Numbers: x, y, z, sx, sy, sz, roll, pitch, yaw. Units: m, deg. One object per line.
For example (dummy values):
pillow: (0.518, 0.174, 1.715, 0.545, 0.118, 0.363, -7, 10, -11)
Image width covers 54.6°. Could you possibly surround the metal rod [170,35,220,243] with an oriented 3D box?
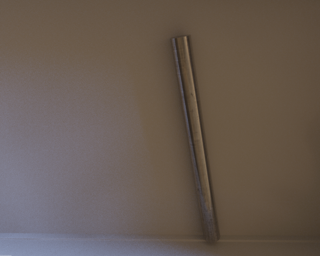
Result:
metal rod: (0.052, 0.028, 0.421, 0.025, 0.025, 0.298, -10, 110, 4)
